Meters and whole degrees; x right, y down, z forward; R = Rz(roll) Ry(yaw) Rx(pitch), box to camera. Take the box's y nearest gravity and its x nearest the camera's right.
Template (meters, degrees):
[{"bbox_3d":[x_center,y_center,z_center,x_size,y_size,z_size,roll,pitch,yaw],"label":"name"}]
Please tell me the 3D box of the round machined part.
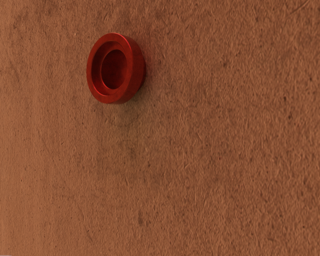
[{"bbox_3d":[-0.058,-0.082,0.443,0.098,0.042,0.097,0,90,40],"label":"round machined part"}]
